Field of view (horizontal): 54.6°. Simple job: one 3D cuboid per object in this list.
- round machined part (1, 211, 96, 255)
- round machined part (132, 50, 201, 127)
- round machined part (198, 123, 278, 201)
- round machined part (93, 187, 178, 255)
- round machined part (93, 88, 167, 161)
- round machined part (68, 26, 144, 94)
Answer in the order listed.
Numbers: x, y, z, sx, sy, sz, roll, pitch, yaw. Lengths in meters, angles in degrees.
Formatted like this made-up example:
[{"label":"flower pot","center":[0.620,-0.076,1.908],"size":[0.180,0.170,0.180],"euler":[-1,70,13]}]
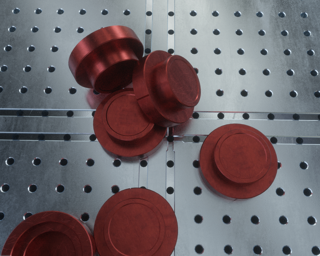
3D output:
[{"label":"round machined part","center":[-0.121,0.145,0.349],"size":[0.099,0.042,0.098],"euler":[0,70,0]},{"label":"round machined part","center":[0.015,-0.053,0.392],"size":[0.042,0.099,0.098],"euler":[-19,64,39]},{"label":"round machined part","center":[0.099,0.040,0.389],"size":[0.099,0.042,0.098],"euler":[0,70,0]},{"label":"round machined part","center":[-0.028,0.118,0.360],"size":[0.099,0.042,0.098],"euler":[0,70,0]},{"label":"round machined part","center":[-0.039,-0.010,0.406],"size":[0.099,0.042,0.098],"euler":[0,70,0]},{"label":"round machined part","center":[-0.063,-0.081,0.403],"size":[0.098,0.098,0.042],"euler":[-28,73,-10]}]
